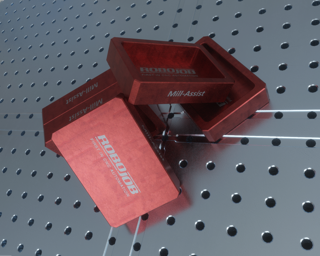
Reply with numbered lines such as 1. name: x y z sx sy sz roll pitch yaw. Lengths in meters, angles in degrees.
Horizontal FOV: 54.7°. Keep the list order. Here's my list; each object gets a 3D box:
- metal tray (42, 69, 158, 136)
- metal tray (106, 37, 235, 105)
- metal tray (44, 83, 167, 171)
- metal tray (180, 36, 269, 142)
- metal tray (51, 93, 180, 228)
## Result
1. metal tray: -0.078 -0.022 0.418 0.130 0.090 0.030 -29 52 10
2. metal tray: 0.012 -0.069 0.370 0.131 0.030 0.090 -4 45 -29
3. metal tray: -0.069 0.000 0.399 0.130 0.090 0.030 -29 52 10
4. metal tray: 0.064 -0.055 0.403 0.090 0.030 0.130 -37 51 3
5. metal tray: -0.047 0.038 0.349 0.090 0.130 0.030 -29 11 10
